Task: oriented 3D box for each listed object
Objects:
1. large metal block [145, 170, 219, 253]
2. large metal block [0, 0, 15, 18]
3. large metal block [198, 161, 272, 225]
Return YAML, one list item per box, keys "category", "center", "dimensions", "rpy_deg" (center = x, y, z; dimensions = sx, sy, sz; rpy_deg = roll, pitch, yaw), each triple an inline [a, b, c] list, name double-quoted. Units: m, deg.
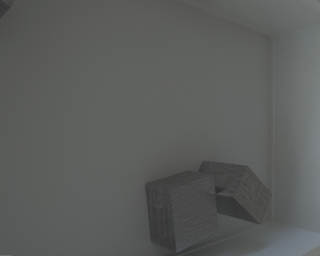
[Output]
- category: "large metal block"
  center: [0.031, 0.108, 0.419]
  dimensions: [0.081, 0.050, 0.079]
  rpy_deg: [-10, 97, -40]
- category: "large metal block"
  center: [-0.155, -0.124, 0.238]
  dimensions: [0.080, 0.080, 0.050]
  rpy_deg: [35, 63, -35]
- category: "large metal block"
  center: [0.106, 0.095, 0.463]
  dimensions: [0.080, 0.080, 0.050]
  rpy_deg: [45, 63, -31]
